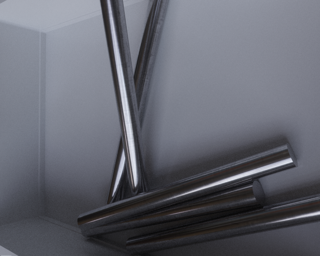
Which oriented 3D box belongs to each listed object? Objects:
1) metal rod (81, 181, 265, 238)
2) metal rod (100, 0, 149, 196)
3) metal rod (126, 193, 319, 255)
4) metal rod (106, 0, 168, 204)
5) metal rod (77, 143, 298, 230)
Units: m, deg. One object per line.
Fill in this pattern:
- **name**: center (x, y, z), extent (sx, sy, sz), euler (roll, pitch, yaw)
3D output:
- **metal rod**: center (-0.007, 0.116, 0.410), extent (0.299, 0.025, 0.025), euler (-24, 75, 37)
- **metal rod**: center (-0.041, -0.036, 0.375), extent (0.025, 0.025, 0.298), euler (12, 117, 39)
- **metal rod**: center (0.070, 0.112, 0.347), extent (0.299, 0.025, 0.025), euler (-27, 74, 36)
- **metal rod**: center (-0.034, -0.031, 0.432), extent (0.025, 0.025, 0.298), euler (22, 104, 37)
- **metal rod**: center (0.010, 0.081, 0.373), extent (0.300, 0.025, 0.025), euler (-25, 75, 29)
